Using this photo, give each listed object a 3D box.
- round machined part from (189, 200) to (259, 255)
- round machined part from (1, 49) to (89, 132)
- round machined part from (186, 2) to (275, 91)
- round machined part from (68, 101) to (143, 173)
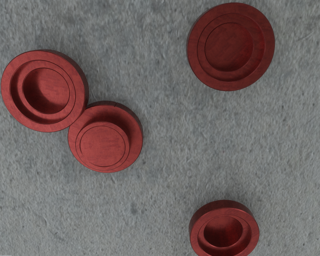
[{"bbox_3d":[0.091,0.147,0.456,0.099,0.042,0.097,0,110,-1],"label":"round machined part"},{"bbox_3d":[-0.136,-0.047,0.380,0.099,0.042,0.097,0,108,1],"label":"round machined part"},{"bbox_3d":[0.080,-0.096,0.367,0.099,0.042,0.097,0,110,-1],"label":"round machined part"},{"bbox_3d":[-0.072,0.016,0.406,0.099,0.042,0.097,0,110,-1],"label":"round machined part"}]
